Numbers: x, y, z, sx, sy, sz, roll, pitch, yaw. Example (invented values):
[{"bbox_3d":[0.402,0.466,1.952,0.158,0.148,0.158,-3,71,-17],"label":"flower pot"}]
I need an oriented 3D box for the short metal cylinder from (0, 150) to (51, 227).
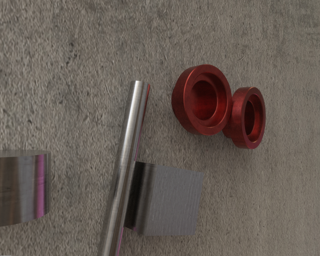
[{"bbox_3d":[-0.133,0.046,0.257,0.081,0.080,0.050,0,90,-40],"label":"short metal cylinder"}]

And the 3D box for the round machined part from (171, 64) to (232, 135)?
[{"bbox_3d":[0.055,-0.039,0.439,0.099,0.042,0.097,0,90,-39],"label":"round machined part"}]

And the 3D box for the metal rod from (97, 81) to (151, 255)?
[{"bbox_3d":[-0.050,0.091,0.363,0.025,0.025,0.299,17,80,-39],"label":"metal rod"}]

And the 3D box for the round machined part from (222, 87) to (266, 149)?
[{"bbox_3d":[0.131,-0.016,0.495,0.099,0.042,0.097,-3,94,-51],"label":"round machined part"}]

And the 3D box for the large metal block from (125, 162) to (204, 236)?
[{"bbox_3d":[0.005,0.089,0.393,0.081,0.050,0.080,16,80,-39],"label":"large metal block"}]
